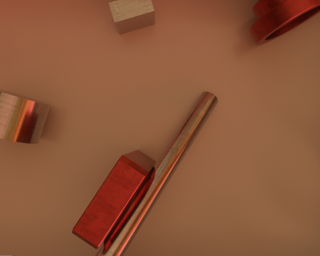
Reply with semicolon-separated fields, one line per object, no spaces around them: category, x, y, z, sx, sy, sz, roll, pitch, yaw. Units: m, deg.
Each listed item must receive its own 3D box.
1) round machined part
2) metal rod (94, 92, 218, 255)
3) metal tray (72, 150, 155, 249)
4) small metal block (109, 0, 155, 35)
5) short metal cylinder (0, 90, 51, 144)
round machined part;0.153;-0.146;0.377;0.098;0.098;0.042;-28;88;0
metal rod;-0.011;0.072;0.351;0.025;0.025;0.301;35;65;0
metal tray;-0.045;0.073;0.358;0.030;0.130;0.090;33;90;3
small metal block;-0.034;-0.146;0.398;0.050;0.050;0.025;-17;90;0
short metal cylinder;-0.183;-0.016;0.382;0.080;0.080;0.050;17;90;-1
